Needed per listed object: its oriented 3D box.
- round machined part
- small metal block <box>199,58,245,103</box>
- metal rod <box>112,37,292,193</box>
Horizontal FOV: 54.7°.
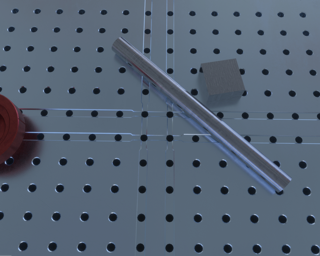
[{"bbox_3d":[-0.223,0.006,0.399,0.099,0.042,0.098,0,70,0],"label":"round machined part"},{"bbox_3d":[0.086,-0.067,0.437,0.050,0.025,0.050,-9,70,-4],"label":"small metal block"},{"bbox_3d":[0.047,-0.026,0.421,0.300,0.025,0.025,42,75,13],"label":"metal rod"}]
